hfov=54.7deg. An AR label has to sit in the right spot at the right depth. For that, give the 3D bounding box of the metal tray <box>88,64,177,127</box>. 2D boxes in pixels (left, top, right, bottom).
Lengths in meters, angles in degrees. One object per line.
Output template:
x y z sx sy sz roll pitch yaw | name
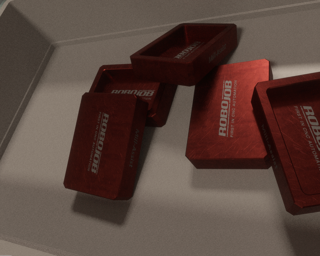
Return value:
-0.044 -0.050 0.454 0.130 0.030 0.090 4 63 29 | metal tray

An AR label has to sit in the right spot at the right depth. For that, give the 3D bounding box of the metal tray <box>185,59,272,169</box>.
0.085 -0.017 0.368 0.090 0.030 0.130 -3 60 26 | metal tray

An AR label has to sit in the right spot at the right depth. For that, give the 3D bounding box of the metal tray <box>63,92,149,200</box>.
-0.070 0.021 0.402 0.090 0.030 0.129 5 81 30 | metal tray

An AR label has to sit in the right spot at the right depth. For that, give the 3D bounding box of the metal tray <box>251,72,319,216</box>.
0.149 0.009 0.295 0.091 0.030 0.130 -10 61 2 | metal tray

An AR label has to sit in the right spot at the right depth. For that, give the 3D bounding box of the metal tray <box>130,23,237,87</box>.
0.035 -0.102 0.409 0.090 0.030 0.131 14 41 33 | metal tray
